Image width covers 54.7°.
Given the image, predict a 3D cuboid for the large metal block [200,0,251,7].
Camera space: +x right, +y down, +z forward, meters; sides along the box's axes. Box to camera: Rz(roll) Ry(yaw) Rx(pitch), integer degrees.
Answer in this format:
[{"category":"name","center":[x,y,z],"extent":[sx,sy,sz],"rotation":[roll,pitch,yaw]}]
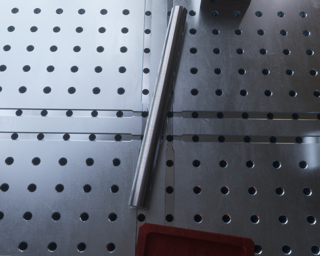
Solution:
[{"category":"large metal block","center":[0.102,-0.242,0.487],"extent":[0.081,0.050,0.080],"rotation":[-3,70,-1]}]

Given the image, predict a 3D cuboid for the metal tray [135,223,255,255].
[{"category":"metal tray","center":[0.036,0.162,0.349],"extent":[0.131,0.030,0.090],"rotation":[8,70,2]}]

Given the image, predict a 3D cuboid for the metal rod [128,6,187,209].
[{"category":"metal rod","center":[0.002,-0.042,0.426],"extent":[0.025,0.025,0.299],"rotation":[10,70,4]}]
